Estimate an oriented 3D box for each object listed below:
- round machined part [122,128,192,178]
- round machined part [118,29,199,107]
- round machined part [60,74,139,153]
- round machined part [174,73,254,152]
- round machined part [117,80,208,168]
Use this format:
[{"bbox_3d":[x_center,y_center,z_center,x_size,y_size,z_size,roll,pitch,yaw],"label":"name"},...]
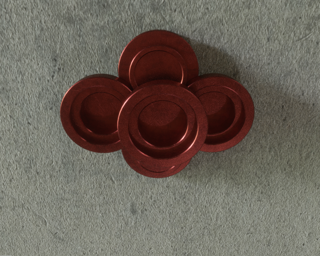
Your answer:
[{"bbox_3d":[-0.003,0.024,0.411,0.099,0.042,0.097,0,110,-1],"label":"round machined part"},{"bbox_3d":[-0.002,-0.068,0.377,0.099,0.042,0.097,0,110,-1],"label":"round machined part"},{"bbox_3d":[-0.071,-0.021,0.393,0.099,0.042,0.097,0,110,-1],"label":"round machined part"},{"bbox_3d":[0.065,-0.022,0.395,0.099,0.042,0.097,0,110,-1],"label":"round machined part"},{"bbox_3d":[0.003,-0.007,0.354,0.099,0.042,0.097,0,111,-1],"label":"round machined part"}]
